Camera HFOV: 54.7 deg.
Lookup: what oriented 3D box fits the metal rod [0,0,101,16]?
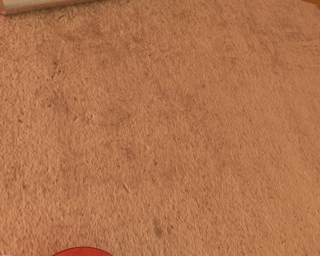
[{"bbox_3d":[-0.096,-0.212,0.482,0.302,0.025,0.025,-29,78,-38],"label":"metal rod"}]

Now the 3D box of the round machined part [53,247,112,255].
[{"bbox_3d":[-0.072,0.155,0.261,0.099,0.042,0.098,14,56,-21],"label":"round machined part"}]
